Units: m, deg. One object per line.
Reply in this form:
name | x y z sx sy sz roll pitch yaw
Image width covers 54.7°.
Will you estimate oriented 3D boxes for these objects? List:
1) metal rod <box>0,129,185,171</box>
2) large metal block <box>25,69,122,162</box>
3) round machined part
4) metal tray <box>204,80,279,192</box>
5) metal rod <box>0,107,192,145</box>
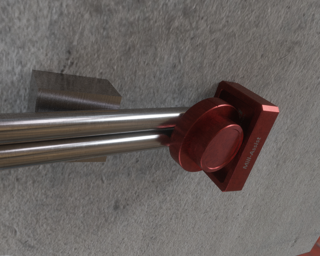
metal rod | -0.032 0.015 0.343 0.302 0.025 0.025 -5 122 -41
large metal block | -0.095 -0.011 0.330 0.081 0.050 0.079 3 117 -30
round machined part | 0.063 0.015 0.380 0.099 0.042 0.097 -23 133 -27
metal tray | 0.097 0.011 0.427 0.030 0.090 0.129 4 117 -31
metal rod | -0.024 -0.009 0.333 0.302 0.025 0.025 -5 122 -41
